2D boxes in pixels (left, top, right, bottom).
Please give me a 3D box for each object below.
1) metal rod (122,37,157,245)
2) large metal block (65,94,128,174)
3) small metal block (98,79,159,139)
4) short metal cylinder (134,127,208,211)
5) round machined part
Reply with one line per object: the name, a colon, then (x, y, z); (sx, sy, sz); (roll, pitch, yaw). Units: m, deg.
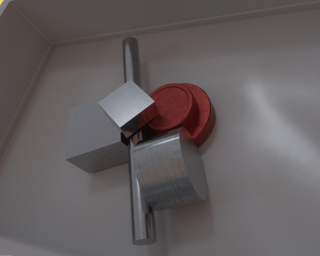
metal rod: (-0.031, -0.008, 0.396); (0.025, 0.025, 0.299); (-19, 54, 17)
large metal block: (-0.076, 0.006, 0.419); (0.080, 0.050, 0.080); (-19, 55, 17)
small metal block: (-0.038, -0.024, 0.375); (0.050, 0.025, 0.050); (-38, 57, -12)
short metal cylinder: (0.013, 0.044, 0.333); (0.050, 0.080, 0.080); (-19, 55, 17)
round machined part: (0.017, -0.018, 0.393); (0.098, 0.042, 0.098); (-13, 56, 20)
